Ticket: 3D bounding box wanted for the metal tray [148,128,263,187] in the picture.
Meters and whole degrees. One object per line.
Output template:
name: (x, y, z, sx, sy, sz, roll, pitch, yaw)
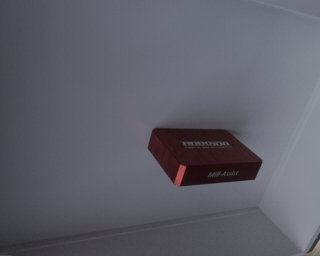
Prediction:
metal tray: (0.060, 0.036, 0.420, 0.131, 0.090, 0.030, 1, 118, -29)
